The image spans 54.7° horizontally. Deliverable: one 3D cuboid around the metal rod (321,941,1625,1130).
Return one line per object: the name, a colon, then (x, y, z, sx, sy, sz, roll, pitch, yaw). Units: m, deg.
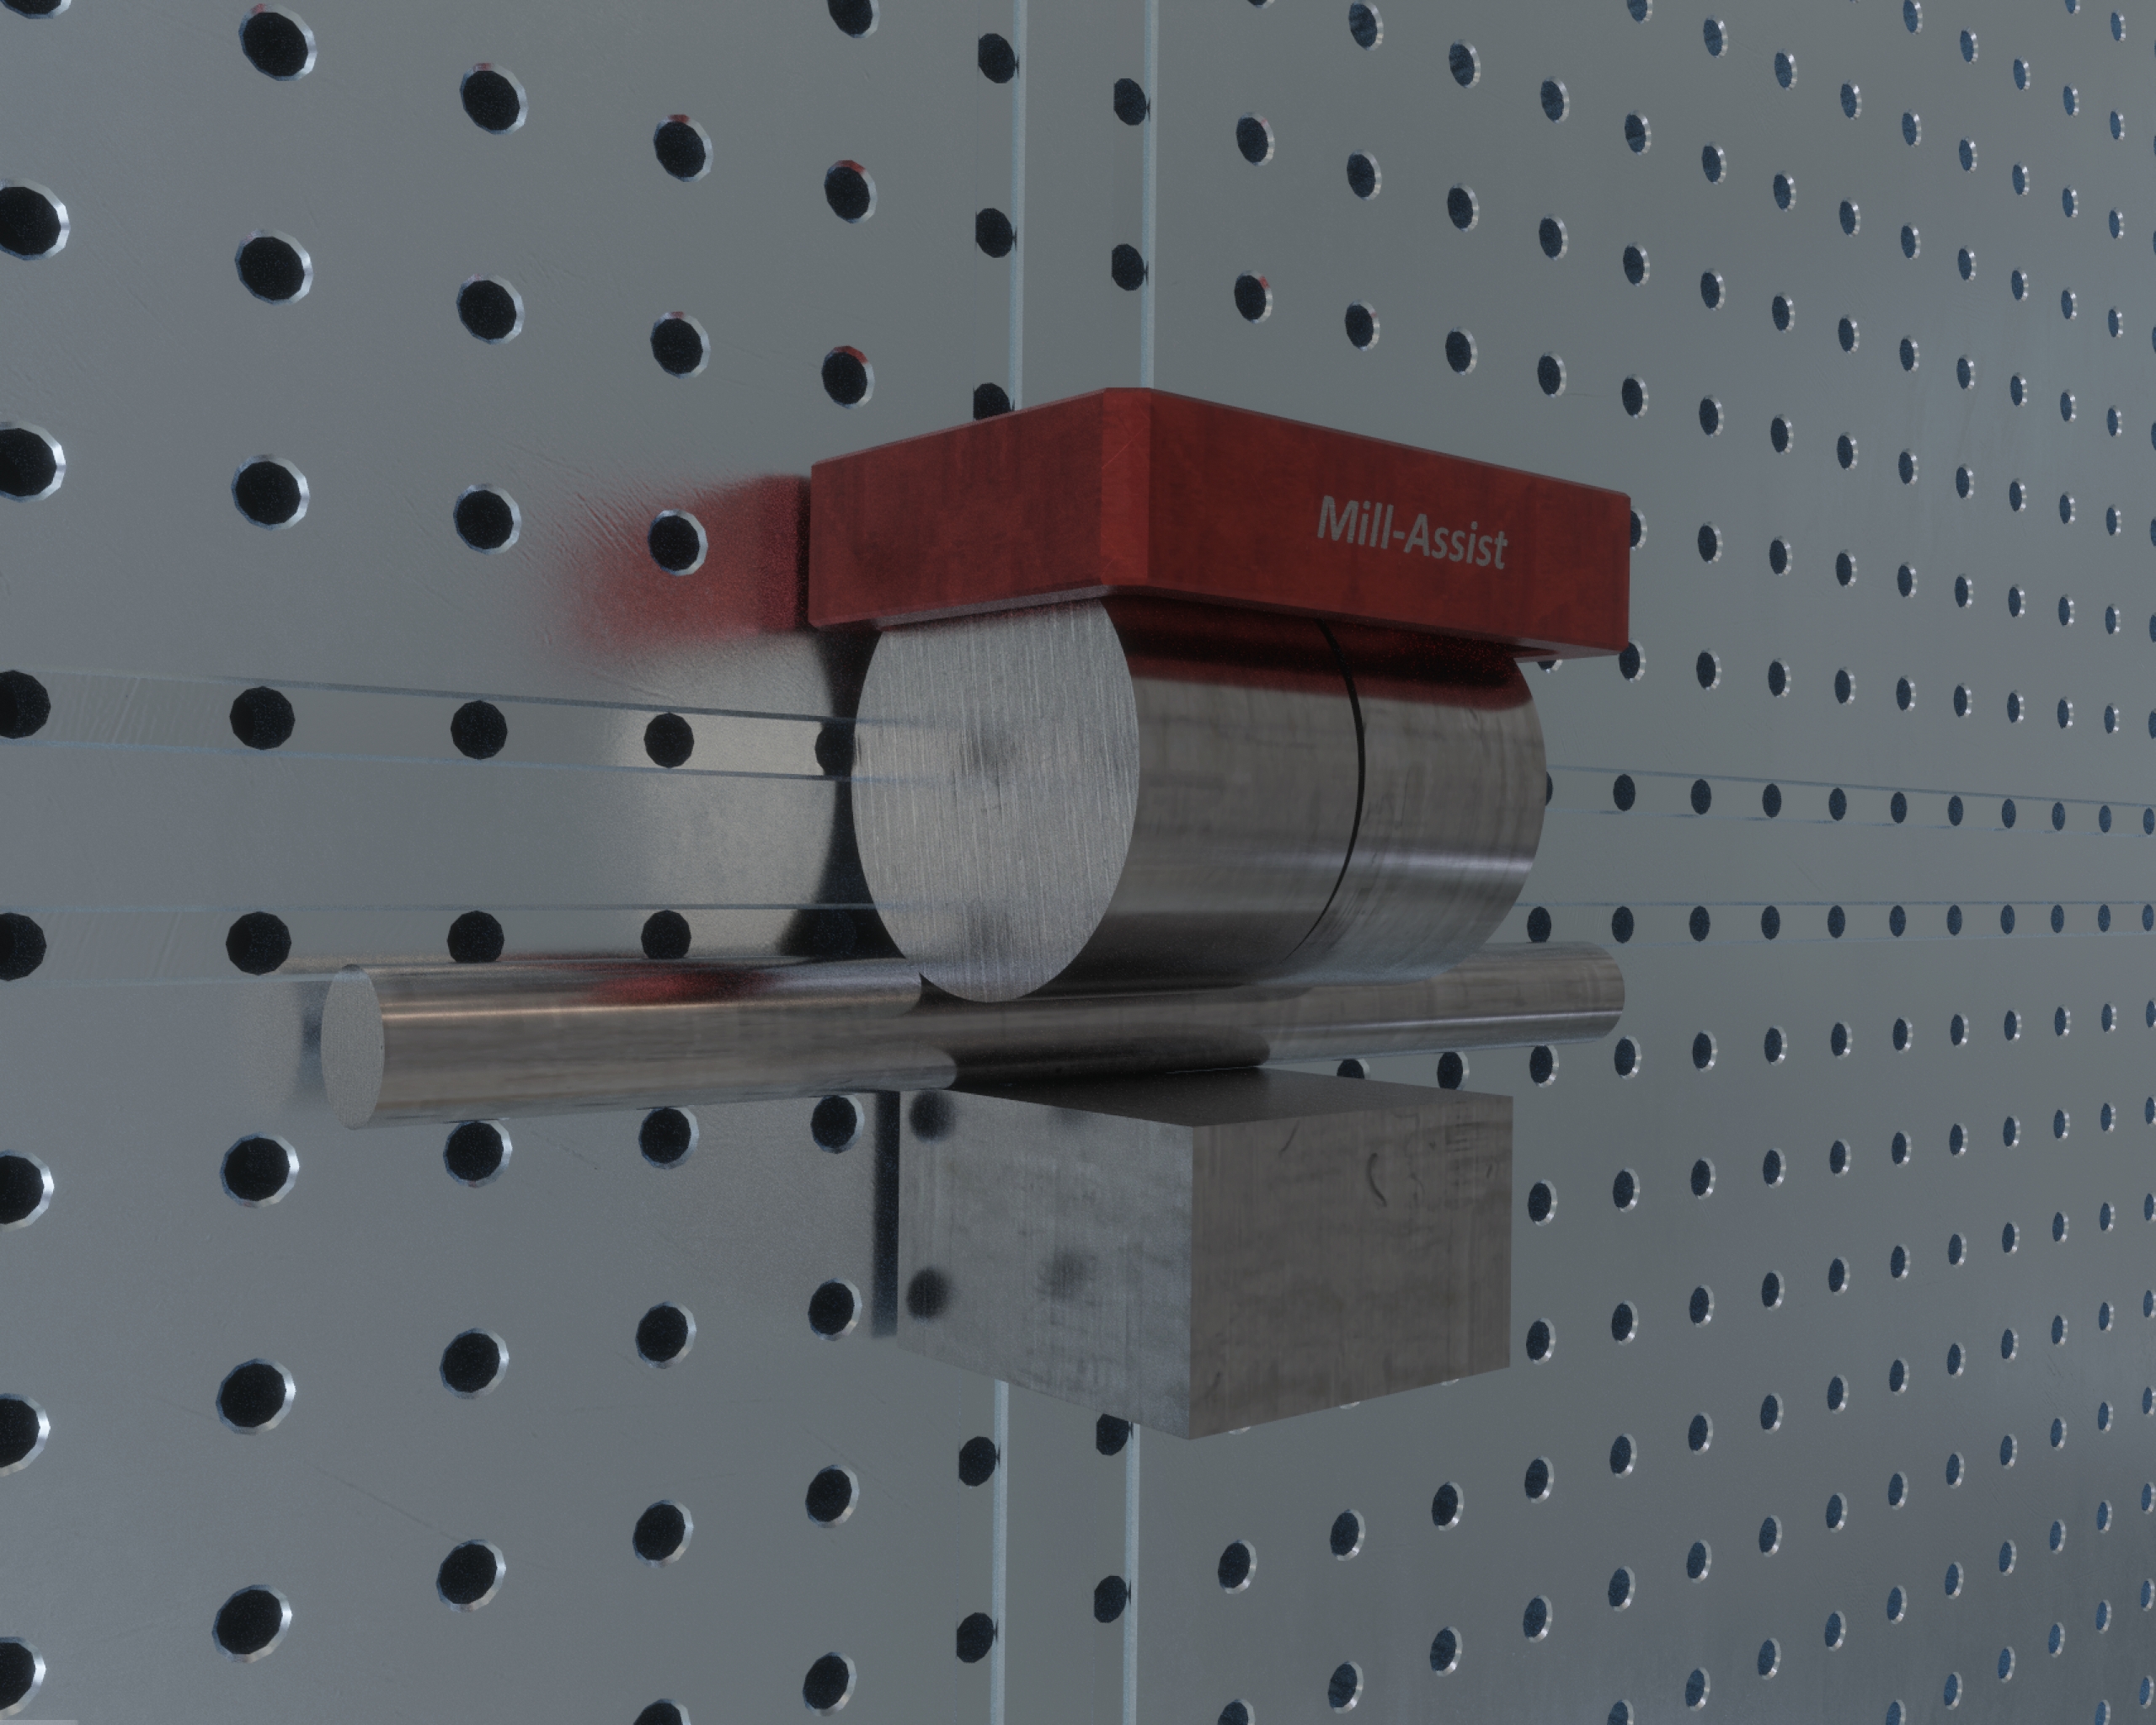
metal rod: (0.007, 0.030, 0.410, 0.302, 0.025, 0.025, 1, 90, -40)

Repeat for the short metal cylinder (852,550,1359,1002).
short metal cylinder: (0.003, -0.016, 0.373, 0.050, 0.080, 0.079, 1, 90, -40)

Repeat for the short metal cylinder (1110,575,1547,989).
short metal cylinder: (0.043, -0.015, 0.406, 0.050, 0.080, 0.080, 2, 89, -40)

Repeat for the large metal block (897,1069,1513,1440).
large metal block: (0.023, 0.067, 0.388, 0.081, 0.080, 0.050, 1, 90, -40)

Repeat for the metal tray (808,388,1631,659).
metal tray: (0.028, -0.056, 0.386, 0.131, 0.090, 0.030, 1, 89, -40)
